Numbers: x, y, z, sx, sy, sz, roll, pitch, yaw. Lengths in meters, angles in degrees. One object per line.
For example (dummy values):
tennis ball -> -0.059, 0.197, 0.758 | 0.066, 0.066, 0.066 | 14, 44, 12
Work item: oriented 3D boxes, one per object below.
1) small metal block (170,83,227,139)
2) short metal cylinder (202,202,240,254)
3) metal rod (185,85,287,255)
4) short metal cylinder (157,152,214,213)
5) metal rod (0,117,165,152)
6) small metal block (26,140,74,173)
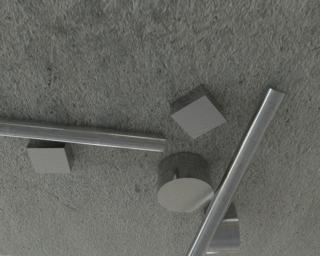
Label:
small metal block -> 0.048, -0.020, 0.391 | 0.050, 0.025, 0.050 | -31, 124, 23
short metal cylinder -> 0.098, 0.164, 0.512 | 0.050, 0.080, 0.079 | -3, 130, 2
metal rod -> 0.093, 0.084, 0.426 | 0.025, 0.025, 0.298 | 15, 113, -12
short metal cylinder -> 0.036, 0.081, 0.460 | 0.081, 0.050, 0.079 | 0, 130, 0
metal rod -> -0.144, 0.005, 0.409 | 0.302, 0.025, 0.025 | 6, 130, -6
small metal block -> -0.153, 0.038, 0.438 | 0.050, 0.025, 0.050 | 0, 130, 0
